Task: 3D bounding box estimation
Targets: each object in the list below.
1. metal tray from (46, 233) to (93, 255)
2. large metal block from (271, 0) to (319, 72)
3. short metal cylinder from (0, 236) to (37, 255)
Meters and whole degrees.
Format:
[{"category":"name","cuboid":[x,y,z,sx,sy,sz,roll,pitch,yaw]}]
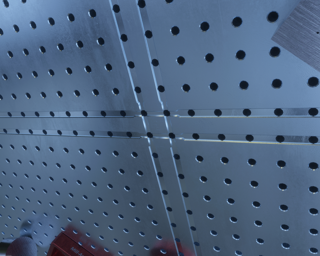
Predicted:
[{"category":"metal tray","cuboid":[-0.189,0.302,0.694,0.130,0.030,0.089,34,129,5]},{"category":"large metal block","cuboid":[0.155,-0.091,0.257,0.080,0.050,0.079,36,129,4]},{"category":"short metal cylinder","cuboid":[-0.347,0.304,0.748,0.050,0.080,0.080,-14,111,34]}]
